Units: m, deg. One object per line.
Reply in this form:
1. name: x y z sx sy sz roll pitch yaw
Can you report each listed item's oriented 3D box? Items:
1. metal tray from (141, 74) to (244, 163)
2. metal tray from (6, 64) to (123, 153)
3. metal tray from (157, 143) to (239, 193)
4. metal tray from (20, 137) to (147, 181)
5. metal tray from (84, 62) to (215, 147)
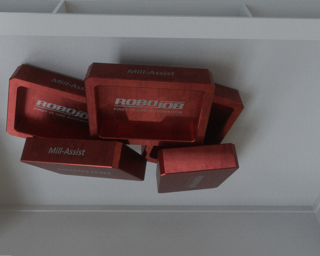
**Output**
1. metal tray: 0.037 -0.001 0.403 0.091 0.030 0.129 15 129 -13
2. metal tray: -0.116 -0.017 0.385 0.131 0.030 0.089 15 129 -13
3. metal tray: 0.042 0.058 0.411 0.091 0.030 0.130 -5 159 -4
4. metal tray: -0.093 0.041 0.392 0.130 0.030 0.090 1 162 19
5. metal tray: -0.012 -0.023 0.344 0.131 0.030 0.089 3 130 -3
